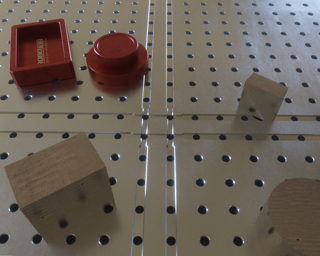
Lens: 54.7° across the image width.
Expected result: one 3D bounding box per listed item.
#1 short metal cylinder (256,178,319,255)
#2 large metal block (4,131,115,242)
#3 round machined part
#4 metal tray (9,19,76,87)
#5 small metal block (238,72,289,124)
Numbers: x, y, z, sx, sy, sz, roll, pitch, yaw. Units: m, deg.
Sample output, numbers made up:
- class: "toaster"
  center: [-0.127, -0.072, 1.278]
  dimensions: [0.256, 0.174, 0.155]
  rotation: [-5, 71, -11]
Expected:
- class: "short metal cylinder"
  center: [0.143, 0.097, 0.310]
  dimensions: [0.081, 0.050, 0.080]
  rotation: [0, 50, 0]
- class: "large metal block"
  center: [-0.098, 0.061, 0.319]
  dimensions: [0.081, 0.080, 0.050]
  rotation: [-26, 55, -20]
- class: "round machined part"
  center: [-0.068, -0.115, 0.493]
  dimensions: [0.099, 0.042, 0.098]
  rotation: [0, 50, 0]
- class: "metal tray"
  center: [-0.194, -0.128, 0.509]
  dimensions: [0.091, 0.030, 0.130]
  rotation: [-12, 51, -10]
- class: "small metal block"
  center: [0.141, -0.041, 0.427]
  dimensions: [0.050, 0.050, 0.025]
  rotation: [31, 57, 23]
